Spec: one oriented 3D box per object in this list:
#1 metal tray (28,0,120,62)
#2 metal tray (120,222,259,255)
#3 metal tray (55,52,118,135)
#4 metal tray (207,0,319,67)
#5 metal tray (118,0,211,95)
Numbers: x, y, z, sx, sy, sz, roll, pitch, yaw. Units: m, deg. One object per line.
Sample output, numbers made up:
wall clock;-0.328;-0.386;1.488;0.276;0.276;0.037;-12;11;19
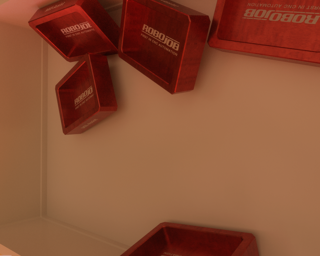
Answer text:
metal tray;-0.125;-0.146;0.466;0.130;0.090;0.030;2;58;40
metal tray;0.029;0.143;0.337;0.130;0.091;0.030;-7;101;40
metal tray;-0.121;-0.049;0.489;0.130;0.030;0.090;-25;74;47
metal tray;0.118;-0.115;0.306;0.130;0.030;0.089;21;103;38
metal tray;-0.003;-0.109;0.380;0.130;0.030;0.089;41;131;39
